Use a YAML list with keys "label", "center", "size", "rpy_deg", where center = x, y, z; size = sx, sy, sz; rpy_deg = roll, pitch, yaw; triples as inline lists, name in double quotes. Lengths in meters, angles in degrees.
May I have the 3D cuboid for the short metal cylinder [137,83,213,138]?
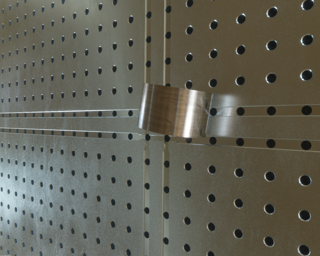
- label: "short metal cylinder"
  center: [0.017, -0.021, 0.358]
  size: [0.080, 0.081, 0.050]
  rpy_deg: [14, 99, 39]
